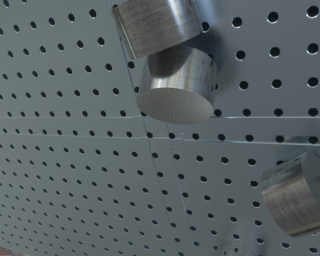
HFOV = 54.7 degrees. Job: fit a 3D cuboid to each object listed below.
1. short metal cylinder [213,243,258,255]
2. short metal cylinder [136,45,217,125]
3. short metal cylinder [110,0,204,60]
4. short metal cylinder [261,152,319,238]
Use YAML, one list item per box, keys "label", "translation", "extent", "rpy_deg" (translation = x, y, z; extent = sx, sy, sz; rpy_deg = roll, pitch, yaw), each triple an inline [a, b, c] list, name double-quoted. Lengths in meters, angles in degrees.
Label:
- label: "short metal cylinder"
  translation: [0.115, 0.225, 0.474]
  extent: [0.080, 0.050, 0.079]
  rpy_deg: [13, 124, 21]
- label: "short metal cylinder"
  translation: [0.019, -0.043, 0.334]
  extent: [0.080, 0.050, 0.080]
  rpy_deg: [8, 156, 4]
- label: "short metal cylinder"
  translation: [-0.002, -0.107, 0.310]
  extent: [0.080, 0.080, 0.050]
  rpy_deg: [-10, 112, 32]
- label: "short metal cylinder"
  translation: [0.157, 0.073, 0.338]
  extent: [0.080, 0.080, 0.050]
  rpy_deg: [48, 129, -5]
